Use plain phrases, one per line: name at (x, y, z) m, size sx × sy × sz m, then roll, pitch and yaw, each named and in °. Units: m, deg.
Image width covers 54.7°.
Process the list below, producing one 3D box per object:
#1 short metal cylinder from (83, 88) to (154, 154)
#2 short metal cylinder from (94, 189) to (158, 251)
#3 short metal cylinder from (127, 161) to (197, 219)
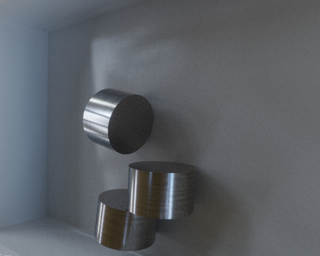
short metal cylinder at (-0.055, -0.010, 0.416) m, size 0.050 × 0.081 × 0.079 m, roll 17°, pitch 101°, yaw 39°
short metal cylinder at (-0.043, 0.117, 0.406) m, size 0.080 × 0.081 × 0.050 m, roll 13°, pitch 98°, yaw 39°
short metal cylinder at (0.002, 0.071, 0.370) m, size 0.080 × 0.081 × 0.050 m, roll 5°, pitch 93°, yaw 40°
